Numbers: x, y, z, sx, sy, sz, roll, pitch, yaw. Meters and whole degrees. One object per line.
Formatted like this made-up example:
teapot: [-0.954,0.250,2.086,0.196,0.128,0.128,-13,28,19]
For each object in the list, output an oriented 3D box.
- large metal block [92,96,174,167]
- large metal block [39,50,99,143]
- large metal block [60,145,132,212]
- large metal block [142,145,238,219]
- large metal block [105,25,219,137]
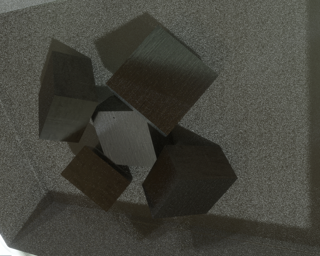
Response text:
large metal block: [-0.035,0.003,0.409,0.080,0.050,0.080,1,119,28]
large metal block: [-0.122,-0.039,0.401,0.050,0.080,0.080,8,136,-30]
large metal block: [-0.088,0.072,0.455,0.080,0.050,0.080,39,173,1]
large metal block: [0.034,0.067,0.386,0.081,0.050,0.079,3,134,-28]
large metal block: [0.002,-0.047,0.334,0.080,0.050,0.080,40,86,1]
